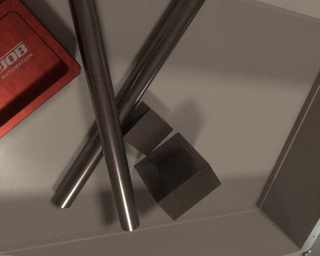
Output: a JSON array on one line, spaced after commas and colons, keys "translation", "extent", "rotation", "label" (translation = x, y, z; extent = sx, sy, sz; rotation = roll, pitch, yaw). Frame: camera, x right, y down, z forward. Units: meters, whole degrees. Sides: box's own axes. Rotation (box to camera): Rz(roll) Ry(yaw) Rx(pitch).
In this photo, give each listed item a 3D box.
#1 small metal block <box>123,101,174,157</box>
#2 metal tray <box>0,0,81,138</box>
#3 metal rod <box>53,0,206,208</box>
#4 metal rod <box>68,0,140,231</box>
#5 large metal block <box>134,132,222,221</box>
[{"translation": [-0.020, 0.001, 0.400], "extent": [0.050, 0.025, 0.050], "rotation": [-46, 130, 4], "label": "small metal block"}, {"translation": [-0.154, -0.050, 0.290], "extent": [0.130, 0.030, 0.090], "rotation": [-40, 130, -2], "label": "metal tray"}, {"translation": [-0.043, -0.026, 0.369], "extent": [0.025, 0.025, 0.299], "rotation": [26, 104, -38], "label": "metal rod"}, {"translation": [-0.058, -0.007, 0.345], "extent": [0.025, 0.025, 0.298], "rotation": [-17, 117, -19], "label": "metal rod"}, {"translation": [0.023, 0.064, 0.427], "extent": [0.080, 0.080, 0.050], "rotation": [-37, 130, -4], "label": "large metal block"}]
